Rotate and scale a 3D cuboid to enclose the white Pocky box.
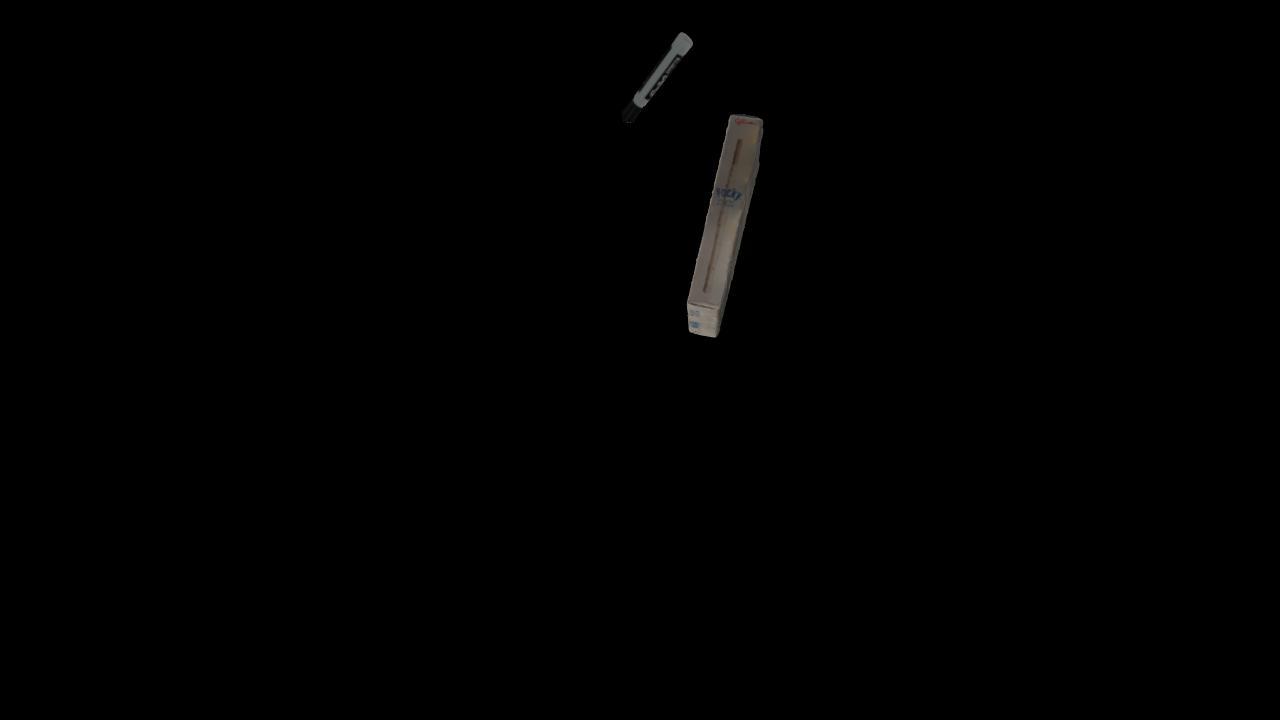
[{"bbox_3d":[0.067,-0.101,0.482,0.028,0.154,0.084,12,-11,9],"label":"white Pocky box"}]

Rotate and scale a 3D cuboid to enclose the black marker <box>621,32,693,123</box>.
[{"bbox_3d":[0.016,-0.317,0.700,0.020,0.020,0.121,0,-27,-39],"label":"black marker"}]
